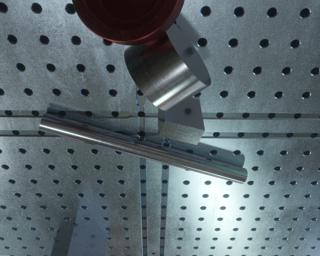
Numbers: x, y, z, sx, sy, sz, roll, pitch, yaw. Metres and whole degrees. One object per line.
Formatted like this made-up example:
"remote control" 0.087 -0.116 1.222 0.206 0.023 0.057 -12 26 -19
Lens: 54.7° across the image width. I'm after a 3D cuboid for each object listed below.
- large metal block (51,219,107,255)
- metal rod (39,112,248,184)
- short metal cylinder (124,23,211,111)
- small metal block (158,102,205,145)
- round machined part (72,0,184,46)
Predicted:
"large metal block" -0.149 0.229 0.569 0.050 0.080 0.080 -32 124 24
"metal rod" -0.013 0.033 0.439 0.302 0.025 0.025 16 128 -14
"short metal cylinder" 0.009 -0.064 0.321 0.050 0.080 0.080 -32 124 24
"small metal block" 0.025 -0.010 0.387 0.050 0.050 0.025 14 129 -12
"round machined part" -0.025 -0.123 0.275 0.098 0.042 0.097 2 97 13
